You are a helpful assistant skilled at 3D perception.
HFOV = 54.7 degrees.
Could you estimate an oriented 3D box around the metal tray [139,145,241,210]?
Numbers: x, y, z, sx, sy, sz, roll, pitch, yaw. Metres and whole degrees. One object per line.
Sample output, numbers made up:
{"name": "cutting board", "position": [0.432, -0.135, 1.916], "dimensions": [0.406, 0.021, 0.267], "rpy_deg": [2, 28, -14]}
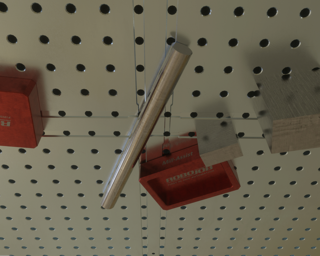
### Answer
{"name": "metal tray", "position": [0.045, 0.074, 0.472], "dimensions": [0.130, 0.030, 0.090], "rpy_deg": [-21, 128, 16]}

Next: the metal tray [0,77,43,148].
{"name": "metal tray", "position": [-0.221, -0.021, 0.387], "dimensions": [0.131, 0.030, 0.089], "rpy_deg": [5, 130, -5]}

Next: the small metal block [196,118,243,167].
{"name": "small metal block", "position": [0.078, 0.019, 0.413], "dimensions": [0.050, 0.050, 0.025], "rpy_deg": [-19, 128, 15]}

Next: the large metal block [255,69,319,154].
{"name": "large metal block", "position": [0.161, -0.021, 0.360], "dimensions": [0.080, 0.080, 0.050], "rpy_deg": [-9, 130, 7]}

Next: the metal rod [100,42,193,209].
{"name": "metal rod", "position": [-0.031, 0.019, 0.427], "dimensions": [0.025, 0.025, 0.298], "rpy_deg": [17, 128, -14]}
